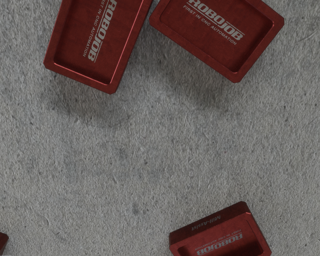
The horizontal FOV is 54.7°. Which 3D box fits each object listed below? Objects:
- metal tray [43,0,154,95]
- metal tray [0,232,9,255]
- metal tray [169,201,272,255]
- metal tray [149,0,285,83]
[{"bbox_3d":[-0.071,-0.116,0.363,0.090,0.030,0.129,22,108,-8],"label":"metal tray"},{"bbox_3d":[-0.303,0.209,0.481,0.090,0.030,0.129,24,108,-9],"label":"metal tray"},{"bbox_3d":[0.090,0.178,0.473,0.130,0.030,0.090,-27,108,9],"label":"metal tray"},{"bbox_3d":[0.064,-0.125,0.361,0.130,0.030,0.090,32,107,-11],"label":"metal tray"}]
